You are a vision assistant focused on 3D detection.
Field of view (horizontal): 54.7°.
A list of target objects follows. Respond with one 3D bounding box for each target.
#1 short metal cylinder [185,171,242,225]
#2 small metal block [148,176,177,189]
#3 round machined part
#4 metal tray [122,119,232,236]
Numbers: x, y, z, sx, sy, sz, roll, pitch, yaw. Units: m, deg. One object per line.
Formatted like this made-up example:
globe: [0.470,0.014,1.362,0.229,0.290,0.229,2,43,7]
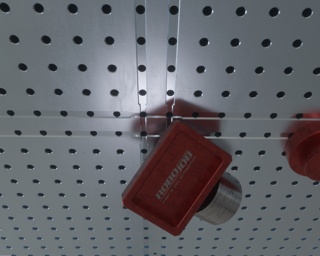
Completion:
short metal cylinder: [0.072,0.095,0.456,0.050,0.080,0.080,33,123,-30]
small metal block: [0.000,0.075,0.459,0.050,0.050,0.025,35,122,-26]
round machined part: [0.232,0.038,0.436,0.099,0.042,0.097,0,130,0]
metal tray: [0.021,0.065,0.411,0.090,0.030,0.130,34,92,-10]
